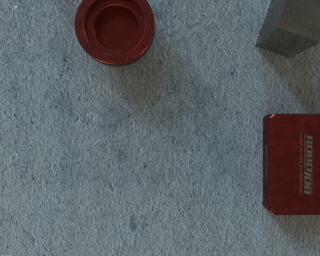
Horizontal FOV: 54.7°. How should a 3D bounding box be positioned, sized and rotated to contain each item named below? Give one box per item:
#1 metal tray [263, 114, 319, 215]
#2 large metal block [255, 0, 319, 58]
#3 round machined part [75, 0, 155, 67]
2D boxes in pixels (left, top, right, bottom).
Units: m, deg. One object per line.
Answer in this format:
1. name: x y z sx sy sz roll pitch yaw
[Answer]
1. metal tray: 0.186 0.046 0.409 0.091 0.030 0.129 0 90 0
2. large metal block: 0.167 -0.141 0.384 0.050 0.080 0.080 20 90 0
3. round machined part: -0.056 -0.128 0.401 0.099 0.042 0.097 0 90 0
